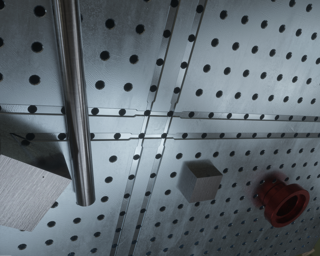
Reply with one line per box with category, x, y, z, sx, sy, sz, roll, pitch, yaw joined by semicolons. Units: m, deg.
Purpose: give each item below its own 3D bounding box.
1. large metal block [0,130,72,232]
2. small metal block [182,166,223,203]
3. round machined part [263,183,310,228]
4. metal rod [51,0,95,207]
large metal block;-0.160;0.060;0.345;0.080;0.050;0.080;32;100;-38
small metal block;0.069;0.092;0.506;0.050;0.025;0.050;-1;119;-28
round machined part;0.251;0.152;0.632;0.099;0.042;0.097;-14;124;-21
metal rod;-0.093;-0.032;0.340;0.025;0.025;0.298;-11;123;-23
